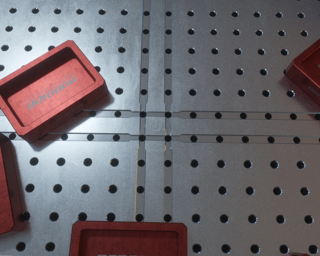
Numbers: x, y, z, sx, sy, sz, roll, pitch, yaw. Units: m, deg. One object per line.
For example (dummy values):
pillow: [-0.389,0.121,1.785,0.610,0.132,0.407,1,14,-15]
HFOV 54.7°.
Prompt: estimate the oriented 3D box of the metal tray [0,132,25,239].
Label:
metal tray: [-0.227,0.075,0.379,0.091,0.030,0.130,-17,71,-7]

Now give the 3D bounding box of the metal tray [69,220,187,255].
metal tray: [-0.035,0.154,0.352,0.131,0.030,0.090,1,70,0]

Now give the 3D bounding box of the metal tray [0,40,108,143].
metal tray: [-0.150,-0.053,0.426,0.131,0.030,0.090,-36,74,-13]

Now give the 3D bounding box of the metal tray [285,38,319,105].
metal tray: [0.258,-0.067,0.436,0.090,0.030,0.130,-38,75,-13]

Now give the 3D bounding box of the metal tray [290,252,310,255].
metal tray: [0.195,0.208,0.335,0.130,0.030,0.090,26,72,9]
